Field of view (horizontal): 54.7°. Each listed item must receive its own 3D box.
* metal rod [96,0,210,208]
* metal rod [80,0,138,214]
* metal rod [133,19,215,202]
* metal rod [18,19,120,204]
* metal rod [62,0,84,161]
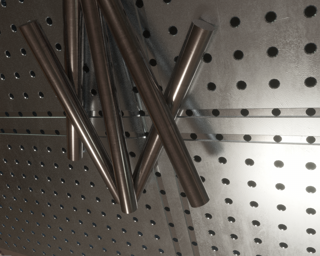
[{"bbox_3d":[-0.012,-0.043,0.361,0.025,0.025,0.299,-19,100,35],"label":"metal rod"},{"bbox_3d":[-0.063,-0.014,0.416,0.025,0.025,0.298,4,115,25],"label":"metal rod"},{"bbox_3d":[0.000,0.003,0.411,0.025,0.025,0.298,29,128,9],"label":"metal rod"},{"bbox_3d":[-0.109,-0.003,0.440,0.025,0.025,0.299,-2,125,29],"label":"metal rod"},{"bbox_3d":[-0.118,-0.074,0.425,0.025,0.025,0.298,21,126,15],"label":"metal rod"}]
